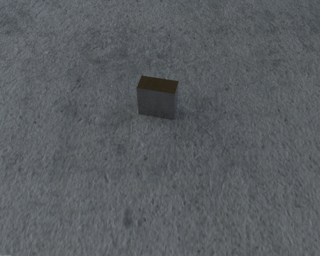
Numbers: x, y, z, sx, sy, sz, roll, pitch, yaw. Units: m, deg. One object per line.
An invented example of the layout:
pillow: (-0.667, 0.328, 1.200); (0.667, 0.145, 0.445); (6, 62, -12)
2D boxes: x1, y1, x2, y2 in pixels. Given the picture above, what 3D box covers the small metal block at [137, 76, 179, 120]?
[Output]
small metal block: (-0.003, -0.041, 0.421); (0.050, 0.050, 0.025); (10, 51, 8)
